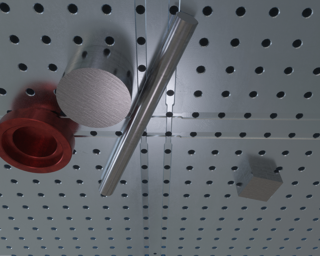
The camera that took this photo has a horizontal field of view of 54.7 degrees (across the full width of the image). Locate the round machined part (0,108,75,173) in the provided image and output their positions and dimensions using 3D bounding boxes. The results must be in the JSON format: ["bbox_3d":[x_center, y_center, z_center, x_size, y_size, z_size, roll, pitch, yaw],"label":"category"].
[{"bbox_3d":[-0.162,0.012,0.409,0.099,0.042,0.097,0,130,0],"label":"round machined part"}]

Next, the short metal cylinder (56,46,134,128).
[{"bbox_3d":[-0.072,-0.046,0.355,0.081,0.050,0.079,0,131,0],"label":"short metal cylinder"}]

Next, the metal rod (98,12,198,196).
[{"bbox_3d":[-0.029,-0.007,0.405,0.025,0.025,0.298,17,128,-14],"label":"metal rod"}]

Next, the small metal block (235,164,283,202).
[{"bbox_3d":[0.155,0.087,0.488,0.050,0.025,0.050,13,129,-11],"label":"small metal block"}]
